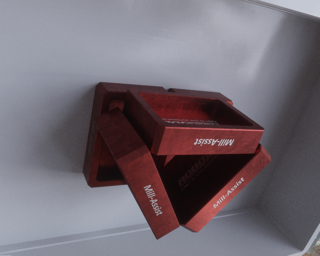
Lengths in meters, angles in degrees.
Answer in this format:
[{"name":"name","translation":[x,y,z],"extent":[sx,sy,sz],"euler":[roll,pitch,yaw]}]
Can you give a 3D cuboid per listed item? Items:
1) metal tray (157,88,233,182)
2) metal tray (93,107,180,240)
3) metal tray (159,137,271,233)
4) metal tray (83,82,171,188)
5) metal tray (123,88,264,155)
[{"name":"metal tray","translation":[0.040,0.013,0.433],"extent":[0.091,0.030,0.129],"euler":[1,117,-29]},{"name":"metal tray","translation":[-0.025,0.051,0.343],"extent":[0.030,0.090,0.129],"euler":[-28,128,-10]},{"name":"metal tray","translation":[0.060,0.053,0.390],"extent":[0.130,0.090,0.030],"euler":[-46,129,4]},{"name":"metal tray","translation":[-0.041,0.011,0.389],"extent":[0.091,0.030,0.129],"euler":[1,117,-28]},{"name":"metal tray","translation":[0.035,-0.008,0.339],"extent":[0.131,0.090,0.030],"euler":[2,118,-29]}]
